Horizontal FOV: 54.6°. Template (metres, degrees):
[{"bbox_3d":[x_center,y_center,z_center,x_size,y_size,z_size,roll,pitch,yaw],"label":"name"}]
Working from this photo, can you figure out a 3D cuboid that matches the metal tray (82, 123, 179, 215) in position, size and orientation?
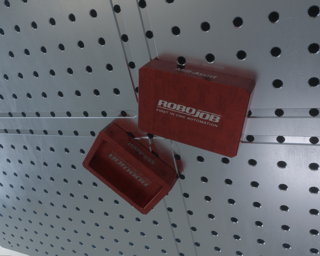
[{"bbox_3d":[-0.048,0.064,0.473,0.130,0.030,0.090,38,129,2],"label":"metal tray"}]

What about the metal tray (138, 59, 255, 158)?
[{"bbox_3d":[0.038,-0.025,0.373,0.130,0.030,0.089,16,125,19],"label":"metal tray"}]
